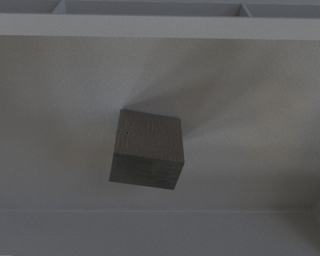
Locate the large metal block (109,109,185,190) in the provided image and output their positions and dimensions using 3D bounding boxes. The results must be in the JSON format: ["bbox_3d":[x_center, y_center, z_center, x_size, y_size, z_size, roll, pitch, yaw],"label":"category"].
[{"bbox_3d":[-0.017,0.026,0.392,0.081,0.080,0.050,9,129,-8],"label":"large metal block"}]
